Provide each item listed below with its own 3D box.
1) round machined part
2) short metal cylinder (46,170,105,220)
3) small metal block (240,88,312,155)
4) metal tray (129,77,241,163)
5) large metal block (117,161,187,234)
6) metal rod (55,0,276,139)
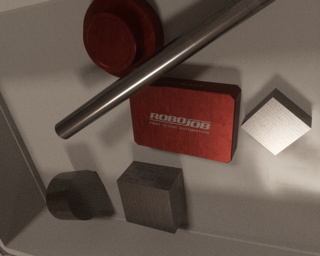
[{"bbox_3d":[-0.049,-0.103,0.358,0.098,0.042,0.097,13,124,20],"label":"round machined part"},{"bbox_3d":[-0.139,0.111,0.513,0.050,0.080,0.080,-10,114,32],"label":"short metal cylinder"},{"bbox_3d":[0.126,-0.006,0.338,0.050,0.025,0.050,40,129,0],"label":"small metal block"},{"bbox_3d":[0.029,-0.013,0.381,0.130,0.030,0.089,10,123,22],"label":"metal tray"},{"bbox_3d":[-0.010,0.101,0.458,0.080,0.050,0.079,6,121,24],"label":"large metal block"},{"bbox_3d":[-0.013,-0.062,0.342,0.300,0.025,0.025,-30,102,27],"label":"metal rod"}]
